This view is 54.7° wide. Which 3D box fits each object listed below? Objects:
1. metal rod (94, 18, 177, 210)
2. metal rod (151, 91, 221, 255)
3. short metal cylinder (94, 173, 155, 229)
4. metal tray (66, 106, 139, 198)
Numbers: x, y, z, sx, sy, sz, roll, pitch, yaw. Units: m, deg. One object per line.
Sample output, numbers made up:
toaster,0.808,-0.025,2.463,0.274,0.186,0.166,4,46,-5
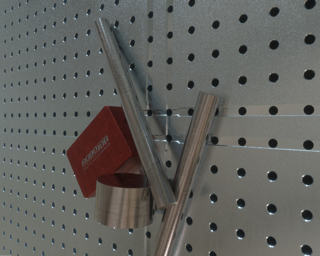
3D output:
metal rod,-0.041,-0.035,0.426,0.025,0.025,0.299,-38,62,33
metal rod,0.020,0.101,0.393,0.025,0.025,0.298,25,106,37
short metal cylinder,-0.045,0.093,0.411,0.080,0.081,0.050,8,95,39
metal tray,-0.088,0.038,0.479,0.129,0.030,0.090,-44,64,31
